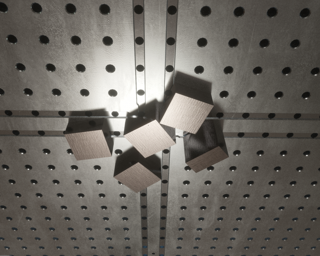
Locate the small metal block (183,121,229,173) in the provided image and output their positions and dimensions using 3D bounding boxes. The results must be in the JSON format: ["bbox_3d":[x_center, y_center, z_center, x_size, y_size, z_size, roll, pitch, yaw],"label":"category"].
[{"bbox_3d":[0.061,0.025,0.418,0.050,0.050,0.025,-30,124,23],"label":"small metal block"}]

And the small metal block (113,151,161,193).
[{"bbox_3d":[-0.033,0.067,0.468,0.050,0.025,0.050,-33,123,24],"label":"small metal block"}]

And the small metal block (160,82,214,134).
[{"bbox_3d":[0.032,-0.024,0.391,0.050,0.025,0.050,17,128,-15],"label":"small metal block"}]

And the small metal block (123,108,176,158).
[{"bbox_3d":[-0.013,0.008,0.418,0.050,0.025,0.050,-26,126,20],"label":"small metal block"}]

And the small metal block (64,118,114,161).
[{"bbox_3d":[-0.095,0.016,0.424,0.050,0.025,0.050,-7,130,5],"label":"small metal block"}]
